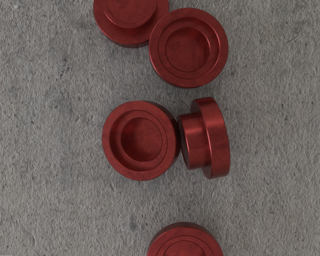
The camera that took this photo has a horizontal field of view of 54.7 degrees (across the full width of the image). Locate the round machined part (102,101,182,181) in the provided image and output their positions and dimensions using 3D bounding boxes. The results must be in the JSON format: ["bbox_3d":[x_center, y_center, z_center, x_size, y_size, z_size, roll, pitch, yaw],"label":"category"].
[{"bbox_3d":[-0.020,0.014,0.390,0.098,0.042,0.097,3,97,20],"label":"round machined part"}]

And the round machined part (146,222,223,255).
[{"bbox_3d":[0.031,0.170,0.402,0.099,0.042,0.097,0,90,0],"label":"round machined part"}]

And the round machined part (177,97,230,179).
[{"bbox_3d":[0.048,0.014,0.373,0.042,0.098,0.097,-10,90,-4],"label":"round machined part"}]

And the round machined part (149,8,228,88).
[{"bbox_3d":[0.034,-0.099,0.399,0.099,0.042,0.097,0,93,-4],"label":"round machined part"}]

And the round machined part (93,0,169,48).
[{"bbox_3d":[-0.037,-0.157,0.401,0.099,0.042,0.097,0,90,0],"label":"round machined part"}]
